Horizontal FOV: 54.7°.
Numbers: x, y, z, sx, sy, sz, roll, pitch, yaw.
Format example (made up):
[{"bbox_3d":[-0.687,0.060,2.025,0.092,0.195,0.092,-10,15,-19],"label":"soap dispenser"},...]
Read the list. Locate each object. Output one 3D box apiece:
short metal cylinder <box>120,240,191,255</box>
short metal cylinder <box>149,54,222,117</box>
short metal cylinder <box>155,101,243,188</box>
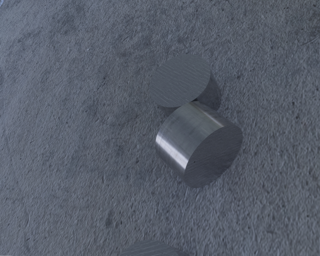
[{"bbox_3d":[-0.002,0.153,0.295,0.080,0.050,0.080,-13,56,21],"label":"short metal cylinder"},{"bbox_3d":[0.034,-0.048,0.400,0.080,0.050,0.080,-13,56,21],"label":"short metal cylinder"},{"bbox_3d":[0.042,0.018,0.336,0.080,0.080,0.050,-45,51,-3],"label":"short metal cylinder"}]
